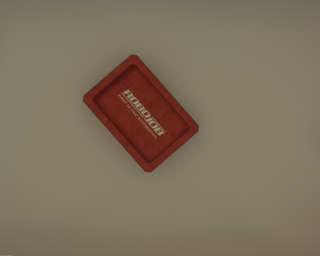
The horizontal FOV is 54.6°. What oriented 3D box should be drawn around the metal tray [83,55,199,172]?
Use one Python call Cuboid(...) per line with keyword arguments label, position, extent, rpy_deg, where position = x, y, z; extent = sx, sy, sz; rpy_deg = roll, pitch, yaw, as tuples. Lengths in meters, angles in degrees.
Cuboid(label="metal tray", position=(-0.024, -0.019, 0.408), extent=(0.090, 0.030, 0.130), rpy_deg=(-41, 90, 0))
